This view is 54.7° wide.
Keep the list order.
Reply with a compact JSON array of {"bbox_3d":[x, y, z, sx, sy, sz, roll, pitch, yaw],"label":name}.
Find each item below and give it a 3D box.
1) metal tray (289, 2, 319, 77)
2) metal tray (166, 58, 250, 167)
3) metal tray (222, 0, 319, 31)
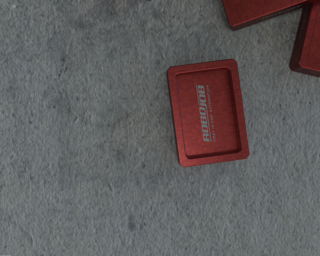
[{"bbox_3d":[0.235,-0.132,0.410,0.091,0.030,0.129,13,90,-1],"label":"metal tray"},{"bbox_3d":[0.061,-0.019,0.408,0.091,0.030,0.129,-8,90,-1],"label":"metal tray"},{"bbox_3d":[0.141,-0.189,0.391,0.130,0.030,0.090,-16,90,16],"label":"metal tray"}]
